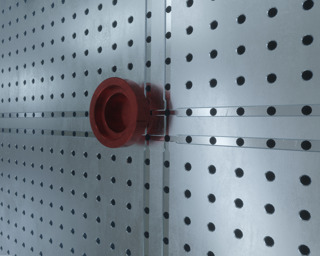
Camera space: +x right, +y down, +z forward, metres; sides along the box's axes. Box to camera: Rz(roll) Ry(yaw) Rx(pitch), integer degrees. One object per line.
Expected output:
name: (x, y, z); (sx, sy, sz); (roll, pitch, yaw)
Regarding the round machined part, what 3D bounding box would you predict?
round machined part: (-0.053, -0.021, 0.439); (0.098, 0.042, 0.097); (0, 90, 39)
